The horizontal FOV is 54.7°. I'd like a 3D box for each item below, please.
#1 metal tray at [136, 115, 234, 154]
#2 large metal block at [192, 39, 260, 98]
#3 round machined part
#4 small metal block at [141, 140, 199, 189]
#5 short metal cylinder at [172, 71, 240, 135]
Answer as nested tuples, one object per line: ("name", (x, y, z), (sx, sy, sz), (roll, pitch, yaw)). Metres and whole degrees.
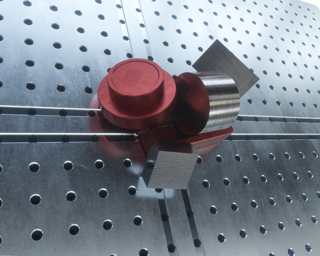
("metal tray", (0.029, -0.014, 0.427), (0.131, 0.030, 0.090), (-12, 68, -33))
("large metal block", (0.098, -0.083, 0.466), (0.080, 0.050, 0.080), (44, 15, 1))
("round machined part", (-0.029, -0.049, 0.383), (0.099, 0.042, 0.098), (-1, 51, 1))
("small metal block", (0.011, 0.044, 0.364), (0.050, 0.050, 0.025), (7, 24, -24))
("short metal cylinder", (0.056, -0.033, 0.403), (0.050, 0.080, 0.080), (-9, 67, -33))
